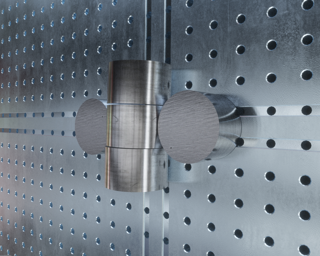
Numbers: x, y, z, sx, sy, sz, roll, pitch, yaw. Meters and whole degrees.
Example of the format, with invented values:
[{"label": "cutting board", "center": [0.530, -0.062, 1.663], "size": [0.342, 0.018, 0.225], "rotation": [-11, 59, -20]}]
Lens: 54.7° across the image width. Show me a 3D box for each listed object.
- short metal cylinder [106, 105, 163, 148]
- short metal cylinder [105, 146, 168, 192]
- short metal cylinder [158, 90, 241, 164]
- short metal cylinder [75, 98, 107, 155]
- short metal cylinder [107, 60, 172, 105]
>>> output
[{"label": "short metal cylinder", "center": [-0.027, -0.003, 0.393], "size": [0.080, 0.081, 0.050], "rotation": [3, 92, 39]}, {"label": "short metal cylinder", "center": [-0.030, 0.048, 0.395], "size": [0.080, 0.081, 0.050], "rotation": [2, 91, 39]}, {"label": "short metal cylinder", "center": [0.044, -0.001, 0.354], "size": [0.080, 0.050, 0.079], "rotation": [0, 90, 39]}, {"label": "short metal cylinder", "center": [-0.080, -0.002, 0.456], "size": [0.080, 0.050, 0.079], "rotation": [0, 90, 39]}, {"label": "short metal cylinder", "center": [-0.026, -0.054, 0.392], "size": [0.080, 0.081, 0.050], "rotation": [4, 92, 39]}]
